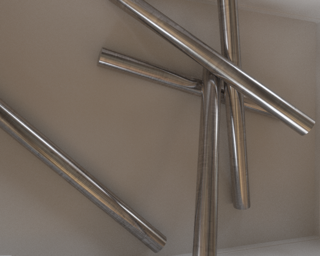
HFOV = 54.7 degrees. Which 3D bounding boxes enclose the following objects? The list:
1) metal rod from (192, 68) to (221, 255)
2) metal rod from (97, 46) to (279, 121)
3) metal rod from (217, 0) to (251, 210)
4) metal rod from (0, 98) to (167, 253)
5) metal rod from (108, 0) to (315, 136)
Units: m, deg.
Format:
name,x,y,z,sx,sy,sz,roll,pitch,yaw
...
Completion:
name,x,y,z,sx,sy,sz,roll,pitch,yaw
metal rod,0.055,0.050,0.357,0.025,0.025,0.299,16,64,-19
metal rod,0.063,-0.054,0.433,0.302,0.025,0.025,14,85,-20
metal rod,0.102,-0.030,0.422,0.025,0.025,0.298,-12,104,-20
metal rod,-0.105,0.054,0.371,0.300,0.025,0.025,44,76,-15
metal rod,0.062,-0.087,0.388,0.301,0.025,0.025,35,78,0
